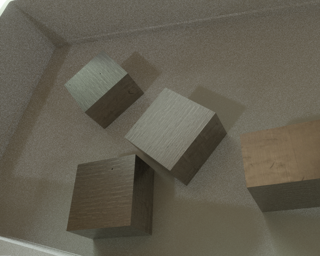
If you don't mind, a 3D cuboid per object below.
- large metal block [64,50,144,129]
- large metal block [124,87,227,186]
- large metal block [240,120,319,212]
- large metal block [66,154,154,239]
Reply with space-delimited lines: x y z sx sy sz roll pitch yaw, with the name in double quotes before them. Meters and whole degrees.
"large metal block" -0.085 -0.059 0.469 0.080 0.050 0.080 -43 51 -2
"large metal block" 0.019 0.009 0.373 0.080 0.050 0.080 32 79 37
"large metal block" 0.124 0.038 0.282 0.080 0.080 0.050 -12 57 21
"large metal block" -0.055 0.083 0.366 0.080 0.050 0.080 -12 57 21
